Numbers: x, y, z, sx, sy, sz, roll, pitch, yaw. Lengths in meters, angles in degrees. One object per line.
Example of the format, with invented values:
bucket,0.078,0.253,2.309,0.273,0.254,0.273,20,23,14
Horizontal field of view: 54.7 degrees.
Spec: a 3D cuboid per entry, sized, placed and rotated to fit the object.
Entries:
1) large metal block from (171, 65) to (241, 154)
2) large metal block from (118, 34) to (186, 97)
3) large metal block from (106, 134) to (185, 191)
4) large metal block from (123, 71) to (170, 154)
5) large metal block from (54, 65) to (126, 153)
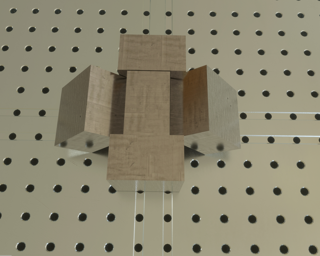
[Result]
large metal block,0.057,-0.018,0.381,0.050,0.080,0.080,-14,65,35
large metal block,-0.009,-0.078,0.410,0.081,0.080,0.050,1,70,0
large metal block,-0.015,0.044,0.365,0.081,0.080,0.050,1,70,0
large metal block,-0.014,-0.016,0.387,0.050,0.080,0.080,1,70,0
large metal block,-0.085,-0.019,0.382,0.050,0.080,0.080,16,66,-37
